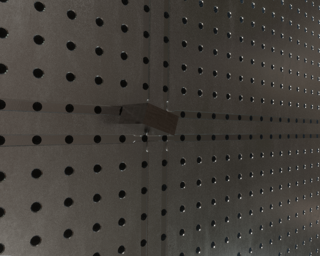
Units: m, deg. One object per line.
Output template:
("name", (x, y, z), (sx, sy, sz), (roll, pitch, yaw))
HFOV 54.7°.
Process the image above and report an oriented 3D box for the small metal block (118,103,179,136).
("small metal block", (-0.014, -0.010, 0.383), (0.050, 0.050, 0.025), (21, 77, -38))
